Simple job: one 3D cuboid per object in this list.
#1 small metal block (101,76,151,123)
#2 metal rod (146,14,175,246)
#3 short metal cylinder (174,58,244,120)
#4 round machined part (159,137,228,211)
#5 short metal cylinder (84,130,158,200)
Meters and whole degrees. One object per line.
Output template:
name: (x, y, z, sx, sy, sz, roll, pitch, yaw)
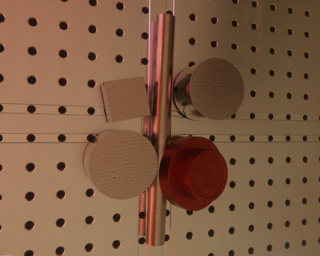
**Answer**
small metal block: (-0.044, -0.036, 0.392, 0.050, 0.025, 0.050, -12, 94, -20)
metal rod: (0.001, 0.002, 0.409, 0.025, 0.025, 0.298, 3, 89, -20)
short metal cylinder: (0.065, -0.050, 0.419, 0.081, 0.050, 0.079, 0, 90, -20)
round machined part: (0.051, 0.060, 0.405, 0.099, 0.042, 0.097, 0, 89, -36)
short metal cylinder: (-0.049, 0.042, 0.377, 0.081, 0.050, 0.079, 0, 90, -20)
